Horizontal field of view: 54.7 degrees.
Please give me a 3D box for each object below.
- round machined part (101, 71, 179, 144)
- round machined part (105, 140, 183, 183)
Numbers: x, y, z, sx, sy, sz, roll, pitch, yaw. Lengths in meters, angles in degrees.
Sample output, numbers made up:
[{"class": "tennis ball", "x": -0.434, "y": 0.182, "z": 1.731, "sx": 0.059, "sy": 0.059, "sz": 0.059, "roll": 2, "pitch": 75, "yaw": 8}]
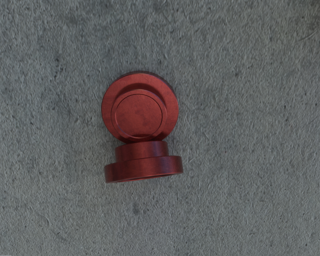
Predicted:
[{"class": "round machined part", "x": -0.025, "y": -0.021, "z": 0.393, "sx": 0.099, "sy": 0.042, "sz": 0.097, "roll": 0, "pitch": 110, "yaw": 0}, {"class": "round machined part", "x": -0.021, "y": 0.043, "z": 0.394, "sx": 0.099, "sy": 0.098, "sz": 0.042, "roll": -8, "pitch": 79, "yaw": 3}]
